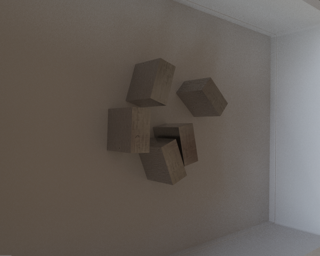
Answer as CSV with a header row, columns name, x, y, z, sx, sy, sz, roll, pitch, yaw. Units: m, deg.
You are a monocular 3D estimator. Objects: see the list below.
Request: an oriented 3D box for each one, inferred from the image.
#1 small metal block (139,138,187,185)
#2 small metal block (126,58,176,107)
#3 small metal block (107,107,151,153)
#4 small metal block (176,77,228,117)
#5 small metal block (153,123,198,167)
name,x,y,z,sx,sy,sz,roll,pitch,yaw
small metal block,0.001,0.041,0.391,0.025,0.050,0.050,-28,108,-37
small metal block,-0.012,-0.054,0.380,0.025,0.050,0.050,22,76,-38
small metal block,-0.037,0.002,0.359,0.025,0.050,0.050,3,88,-40
small metal block,0.059,-0.042,0.440,0.050,0.050,0.025,50,61,-29
small metal block,0.020,0.021,0.407,0.025,0.050,0.050,-16,100,-39
